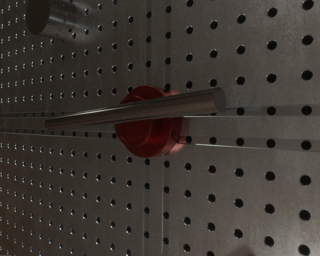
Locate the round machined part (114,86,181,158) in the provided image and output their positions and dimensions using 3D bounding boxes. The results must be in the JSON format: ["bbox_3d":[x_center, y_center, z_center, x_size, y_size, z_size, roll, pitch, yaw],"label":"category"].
[{"bbox_3d":[-0.023,-0.008,0.415,0.098,0.042,0.097,0,90,39],"label":"round machined part"}]

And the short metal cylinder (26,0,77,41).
[{"bbox_3d":[-0.193,-0.200,0.549,0.080,0.050,0.079,0,90,39],"label":"short metal cylinder"}]

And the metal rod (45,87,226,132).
[{"bbox_3d":[-0.057,-0.017,0.399,0.300,0.025,0.025,-5,87,39],"label":"metal rod"}]
